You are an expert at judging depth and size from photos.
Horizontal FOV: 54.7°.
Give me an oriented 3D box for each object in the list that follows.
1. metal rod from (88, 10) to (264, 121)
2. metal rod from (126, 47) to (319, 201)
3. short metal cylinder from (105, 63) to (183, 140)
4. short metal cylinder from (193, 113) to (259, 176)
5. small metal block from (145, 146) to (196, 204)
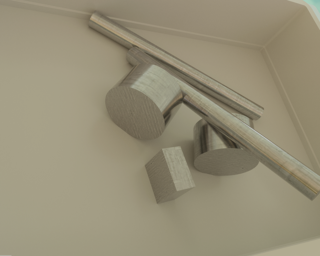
[{"bbox_3d":[0.032,-0.092,0.480,0.301,0.025,0.025,28,52,-11],"label":"metal rod"},{"bbox_3d":[0.057,-0.023,0.376,0.025,0.025,0.300,-22,50,-36],"label":"metal rod"},{"bbox_3d":[-0.019,-0.032,0.381,0.080,0.080,0.050,38,51,-4],"label":"short metal cylinder"},{"bbox_3d":[0.084,0.023,0.404,0.081,0.080,0.050,16,56,-20],"label":"short metal cylinder"},{"bbox_3d":[0.010,0.056,0.363,0.025,0.050,0.050,-6,65,-31],"label":"small metal block"}]
